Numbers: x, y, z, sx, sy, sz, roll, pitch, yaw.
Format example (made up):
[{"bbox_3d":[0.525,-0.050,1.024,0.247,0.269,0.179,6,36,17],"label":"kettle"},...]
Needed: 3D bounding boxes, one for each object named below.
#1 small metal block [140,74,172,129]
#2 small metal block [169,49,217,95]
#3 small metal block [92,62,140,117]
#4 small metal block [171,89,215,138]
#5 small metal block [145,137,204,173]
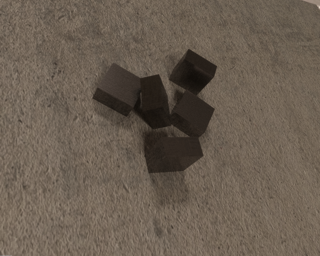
[{"bbox_3d":[-0.005,-0.033,0.404,0.025,0.050,0.050,-11,61,9],"label":"small metal block"},{"bbox_3d":[0.049,-0.083,0.467,0.050,0.050,0.025,29,52,-10],"label":"small metal block"},{"bbox_3d":[-0.053,-0.050,0.407,0.050,0.025,0.050,29,52,-10],"label":"small metal block"},{"bbox_3d":[0.044,-0.019,0.441,0.050,0.025,0.050,34,51,-6],"label":"small metal block"},{"bbox_3d":[0.016,0.033,0.378,0.050,0.050,0.025,1,62,-28],"label":"small metal block"}]
